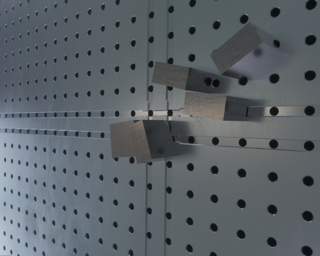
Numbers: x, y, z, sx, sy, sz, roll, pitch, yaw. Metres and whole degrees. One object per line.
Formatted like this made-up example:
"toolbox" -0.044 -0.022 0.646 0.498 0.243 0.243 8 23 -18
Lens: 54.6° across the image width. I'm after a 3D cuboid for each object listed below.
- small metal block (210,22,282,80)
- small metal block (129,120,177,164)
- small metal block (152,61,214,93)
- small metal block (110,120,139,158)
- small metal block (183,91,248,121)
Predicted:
"small metal block" 0.089 -0.077 0.320 0.050 0.050 0.025 -37 67 34
"small metal block" -0.009 0.017 0.401 0.025 0.050 0.050 -23 76 38
"small metal block" 0.027 -0.060 0.372 0.050 0.050 0.025 20 103 38
"small metal block" -0.045 0.016 0.448 0.050 0.025 0.050 -8 85 39
"small metal block" 0.062 -0.024 0.343 0.050 0.050 0.025 12 98 39
